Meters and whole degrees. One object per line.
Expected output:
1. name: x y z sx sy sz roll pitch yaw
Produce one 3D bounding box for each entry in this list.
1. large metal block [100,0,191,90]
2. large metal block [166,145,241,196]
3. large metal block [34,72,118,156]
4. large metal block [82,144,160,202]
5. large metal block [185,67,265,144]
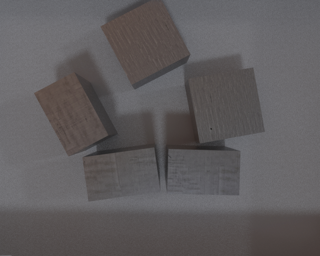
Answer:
1. large metal block: -0.018 -0.106 0.399 0.080 0.050 0.080 -28 90 0
2. large metal block: 0.049 0.049 0.385 0.081 0.080 0.050 2 90 -1
3. large metal block: -0.098 -0.015 0.383 0.050 0.080 0.080 -28 90 0
4. large metal block: -0.043 0.051 0.383 0.081 0.080 0.050 -8 90 0
5. large metal block: 0.081 -0.028 0.400 0.080 0.050 0.080 -10 90 -1
